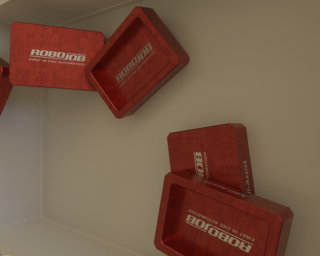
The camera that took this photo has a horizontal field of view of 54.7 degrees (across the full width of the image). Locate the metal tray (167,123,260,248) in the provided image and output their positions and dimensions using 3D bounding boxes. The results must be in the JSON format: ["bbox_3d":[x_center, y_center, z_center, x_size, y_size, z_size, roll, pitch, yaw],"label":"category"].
[{"bbox_3d":[0.058,0.064,0.355,0.090,0.030,0.129,-10,83,39],"label":"metal tray"}]

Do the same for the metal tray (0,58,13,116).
[{"bbox_3d":[-0.296,-0.083,0.498,0.130,0.030,0.090,33,103,19],"label":"metal tray"}]

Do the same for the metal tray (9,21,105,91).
[{"bbox_3d":[-0.153,-0.105,0.470,0.030,0.131,0.089,-164,77,-75],"label":"metal tray"}]

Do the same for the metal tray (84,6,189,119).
[{"bbox_3d":[-0.036,-0.084,0.417,0.129,0.030,0.090,-39,83,33],"label":"metal tray"}]

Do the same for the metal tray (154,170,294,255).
[{"bbox_3d":[0.057,0.104,0.316,0.130,0.030,0.089,15,100,39],"label":"metal tray"}]
